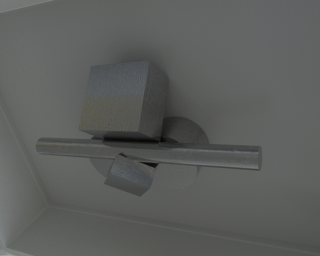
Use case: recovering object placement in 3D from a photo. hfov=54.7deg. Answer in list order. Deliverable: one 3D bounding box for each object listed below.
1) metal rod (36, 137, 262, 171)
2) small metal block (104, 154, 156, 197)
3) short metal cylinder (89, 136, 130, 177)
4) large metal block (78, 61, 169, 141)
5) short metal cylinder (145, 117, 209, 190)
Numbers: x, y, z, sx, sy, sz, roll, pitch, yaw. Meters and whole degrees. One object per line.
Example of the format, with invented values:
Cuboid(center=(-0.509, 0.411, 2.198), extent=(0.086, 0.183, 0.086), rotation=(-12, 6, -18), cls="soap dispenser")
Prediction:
Cuboid(center=(-0.034, 0.028, 0.376), extent=(0.301, 0.025, 0.025), rotation=(1, 119, 27), cls="metal rod")
Cuboid(center=(-0.038, 0.060, 0.384), extent=(0.050, 0.025, 0.050), rotation=(21, 151, -8), cls="small metal block")
Cuboid(center=(-0.054, 0.031, 0.437), extent=(0.080, 0.050, 0.079), rotation=(13, 124, 20), cls="short metal cylinder")
Cuboid(center=(-0.041, -0.029, 0.366), extent=(0.080, 0.050, 0.080), rotation=(1, 76, 27), cls="large metal block")
Cuboid(center=(0.018, 0.032, 0.400), extent=(0.080, 0.050, 0.079), rotation=(13, 124, 20), cls="short metal cylinder")
